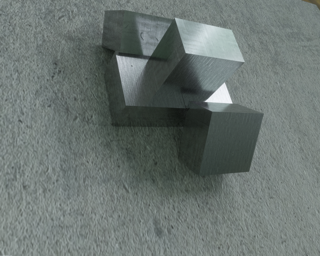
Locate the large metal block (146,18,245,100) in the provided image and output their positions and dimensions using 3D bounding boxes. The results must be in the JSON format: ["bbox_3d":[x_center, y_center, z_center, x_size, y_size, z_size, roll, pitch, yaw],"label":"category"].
[{"bbox_3d":[0.040,-0.080,0.378,0.081,0.080,0.050,1,61,-28],"label":"large metal block"}]

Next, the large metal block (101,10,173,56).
[{"bbox_3d":[-0.028,-0.129,0.428,0.081,0.050,0.080,0,18,-28],"label":"large metal block"}]

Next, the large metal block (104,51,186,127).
[{"bbox_3d":[-0.022,-0.049,0.406,0.081,0.050,0.080,1,62,-28],"label":"large metal block"}]

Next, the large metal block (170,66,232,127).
[{"bbox_3d":[0.049,-0.048,0.445,0.081,0.050,0.080,1,62,-28],"label":"large metal block"}]

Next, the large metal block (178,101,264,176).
[{"bbox_3d":[0.077,0.012,0.398,0.081,0.079,0.050,1,18,-29],"label":"large metal block"}]
